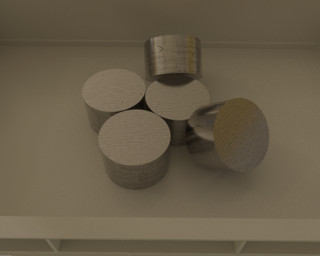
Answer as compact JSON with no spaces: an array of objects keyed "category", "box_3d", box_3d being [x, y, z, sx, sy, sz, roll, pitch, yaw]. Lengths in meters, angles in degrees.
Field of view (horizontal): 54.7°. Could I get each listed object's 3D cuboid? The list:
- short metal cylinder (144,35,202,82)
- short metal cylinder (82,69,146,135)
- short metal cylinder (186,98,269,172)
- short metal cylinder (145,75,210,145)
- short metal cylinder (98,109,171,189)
[{"category":"short metal cylinder","box_3d":[0.019,-0.095,0.438,0.081,0.080,0.050,-2,89,-2]},{"category":"short metal cylinder","box_3d":[-0.059,-0.034,0.414,0.081,0.050,0.080,0,50,0]},{"category":"short metal cylinder","box_3d":[0.077,0.009,0.354,0.081,0.050,0.080,3,85,-29]},{"category":"short metal cylinder","box_3d":[0.022,-0.024,0.407,0.081,0.050,0.080,0,50,0]},{"category":"short metal cylinder","box_3d":[-0.028,0.024,0.366,0.081,0.050,0.080,0,50,0]}]
